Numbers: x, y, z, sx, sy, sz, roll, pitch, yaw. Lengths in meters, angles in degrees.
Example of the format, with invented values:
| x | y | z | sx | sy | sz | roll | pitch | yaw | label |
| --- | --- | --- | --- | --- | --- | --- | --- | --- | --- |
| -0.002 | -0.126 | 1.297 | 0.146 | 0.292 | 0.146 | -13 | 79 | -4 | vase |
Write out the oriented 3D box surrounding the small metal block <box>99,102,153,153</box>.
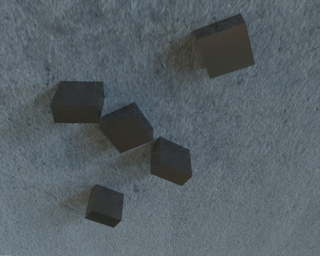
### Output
| x | y | z | sx | sy | sz | roll | pitch | yaw | label |
| --- | --- | --- | --- | --- | --- | --- | --- | --- | --- |
| -0.043 | 0.001 | 0.407 | 0.050 | 0.025 | 0.050 | -22 | 127 | 17 | small metal block |

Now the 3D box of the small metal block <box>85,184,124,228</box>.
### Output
| x | y | z | sx | sy | sz | roll | pitch | yaw | label |
| --- | --- | --- | --- | --- | --- | --- | --- | --- | --- |
| -0.088 | 0.125 | 0.496 | 0.050 | 0.050 | 0.025 | 26 | 125 | -21 | small metal block |

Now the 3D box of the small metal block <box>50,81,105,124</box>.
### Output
| x | y | z | sx | sy | sz | roll | pitch | yaw | label |
| --- | --- | --- | --- | --- | --- | --- | --- | --- | --- |
| -0.094 | -0.031 | 0.363 | 0.050 | 0.050 | 0.025 | 1 | 130 | -1 | small metal block |

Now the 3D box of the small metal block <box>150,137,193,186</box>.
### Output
| x | y | z | sx | sy | sz | roll | pitch | yaw | label |
| --- | --- | --- | --- | --- | --- | --- | --- | --- | --- |
| 0.015 | 0.046 | 0.431 | 0.050 | 0.050 | 0.025 | 25 | 126 | -20 | small metal block |

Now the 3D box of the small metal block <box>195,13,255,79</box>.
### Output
| x | y | z | sx | sy | sz | roll | pitch | yaw | label |
| --- | --- | --- | --- | --- | --- | --- | --- | --- | --- |
| 0.070 | -0.087 | 0.334 | 0.050 | 0.025 | 0.050 | -17 | 129 | 13 | small metal block |
